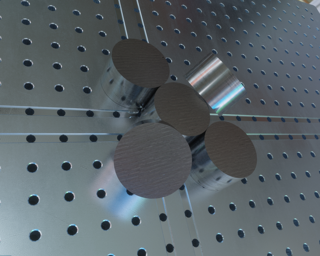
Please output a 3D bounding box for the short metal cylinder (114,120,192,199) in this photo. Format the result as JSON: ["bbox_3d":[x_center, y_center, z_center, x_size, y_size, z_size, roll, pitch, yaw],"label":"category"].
[{"bbox_3d":[-0.008,0.032,0.343,0.081,0.050,0.079,0,95,-3],"label":"short metal cylinder"}]

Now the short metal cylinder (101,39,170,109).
[{"bbox_3d":[-0.034,-0.073,0.419,0.081,0.050,0.080,14,56,-21],"label":"short metal cylinder"}]

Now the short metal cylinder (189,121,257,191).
[{"bbox_3d":[0.081,0.038,0.414,0.081,0.050,0.080,14,56,-21],"label":"short metal cylinder"}]

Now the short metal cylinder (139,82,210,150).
[{"bbox_3d":[0.019,-0.014,0.412,0.081,0.050,0.080,14,56,-21],"label":"short metal cylinder"}]

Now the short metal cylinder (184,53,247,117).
[{"bbox_3d":[0.080,-0.063,0.449,0.080,0.050,0.080,47,10,-10],"label":"short metal cylinder"}]
